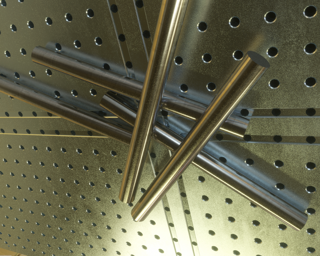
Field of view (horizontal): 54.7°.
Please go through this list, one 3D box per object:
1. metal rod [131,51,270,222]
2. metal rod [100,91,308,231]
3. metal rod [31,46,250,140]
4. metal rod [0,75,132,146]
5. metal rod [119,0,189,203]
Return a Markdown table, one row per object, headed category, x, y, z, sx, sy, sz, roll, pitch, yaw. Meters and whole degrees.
| category | x | y | z | sx | sy | sz | roll | pitch | yaw |
| --- | --- | --- | --- | --- | --- | --- | --- | --- | --- |
| metal rod | 0.030 | 0.034 | 0.381 | 0.025 | 0.025 | 0.298 | 36 | 129 | 4 |
| metal rod | 0.052 | 0.039 | 0.407 | 0.301 | 0.025 | 0.025 | 32 | 128 | 6 |
| metal rod | -0.036 | -0.051 | 0.397 | 0.301 | 0.025 | 0.025 | 21 | 126 | 15 |
| metal rod | -0.171 | -0.038 | 0.475 | 0.301 | 0.025 | 0.025 | 21 | 126 | 15 |
| metal rod | -0.017 | -0.012 | 0.377 | 0.025 | 0.025 | 0.298 | 25 | 127 | 12 |
